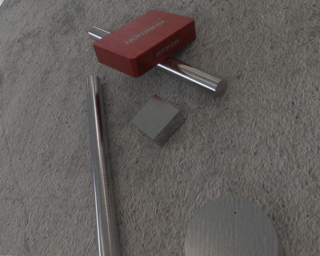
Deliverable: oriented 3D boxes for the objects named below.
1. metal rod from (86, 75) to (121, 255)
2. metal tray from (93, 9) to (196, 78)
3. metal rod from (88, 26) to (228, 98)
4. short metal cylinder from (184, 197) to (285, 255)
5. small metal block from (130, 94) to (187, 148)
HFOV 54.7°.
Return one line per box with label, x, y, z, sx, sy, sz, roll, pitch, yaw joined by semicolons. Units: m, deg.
metal rod;-0.081;0.041;0.421;0.025;0.025;0.299;-24;53;14
metal tray;-0.021;-0.130;0.461;0.090;0.030;0.131;28;56;36
metal rod;-0.022;-0.114;0.485;0.300;0.025;0.025;33;80;38
short metal cylinder;0.069;0.110;0.284;0.080;0.050;0.080;-13;56;21
small metal block;-0.002;-0.010;0.411;0.050;0.025;0.050;-48;51;-6
